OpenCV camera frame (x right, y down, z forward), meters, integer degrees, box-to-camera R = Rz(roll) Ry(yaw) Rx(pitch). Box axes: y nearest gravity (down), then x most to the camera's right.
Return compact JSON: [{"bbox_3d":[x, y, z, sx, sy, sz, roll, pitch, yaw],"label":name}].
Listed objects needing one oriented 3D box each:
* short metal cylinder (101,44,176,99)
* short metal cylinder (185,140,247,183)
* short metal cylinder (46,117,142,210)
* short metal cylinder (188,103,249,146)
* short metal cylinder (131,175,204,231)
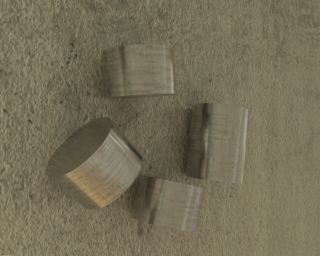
[{"bbox_3d":[-0.023,-0.060,0.349,0.081,0.080,0.050,-7,95,-40],"label":"short metal cylinder"},{"bbox_3d":[0.078,0.047,0.434,0.081,0.080,0.050,11,83,-40],"label":"short metal cylinder"},{"bbox_3d":[-0.066,0.034,0.314,0.050,0.080,0.080,52,59,-27],"label":"short metal cylinder"},{"bbox_3d":[0.083,-0.003,0.438,0.081,0.080,0.050,11,83,-40],"label":"short metal cylinder"},{"bbox_3d":[0.010,0.090,0.377,0.080,0.080,0.050,20,78,-38],"label":"short metal cylinder"}]
